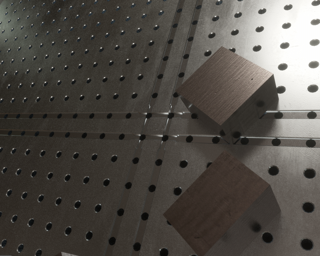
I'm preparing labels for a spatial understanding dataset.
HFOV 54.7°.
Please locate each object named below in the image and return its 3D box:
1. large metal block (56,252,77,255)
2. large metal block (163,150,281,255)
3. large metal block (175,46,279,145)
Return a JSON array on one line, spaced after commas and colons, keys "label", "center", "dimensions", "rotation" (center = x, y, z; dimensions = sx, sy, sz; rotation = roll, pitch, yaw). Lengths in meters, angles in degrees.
[{"label": "large metal block", "center": [-0.114, 0.194, 0.331], "dimensions": [0.080, 0.050, 0.080], "rotation": [-33, 52, 6]}, {"label": "large metal block", "center": [0.062, 0.079, 0.291], "dimensions": [0.080, 0.080, 0.050], "rotation": [-46, 51, -4]}, {"label": "large metal block", "center": [0.081, -0.040, 0.374], "dimensions": [0.080, 0.050, 0.080], "rotation": [-44, 51, -3]}]
